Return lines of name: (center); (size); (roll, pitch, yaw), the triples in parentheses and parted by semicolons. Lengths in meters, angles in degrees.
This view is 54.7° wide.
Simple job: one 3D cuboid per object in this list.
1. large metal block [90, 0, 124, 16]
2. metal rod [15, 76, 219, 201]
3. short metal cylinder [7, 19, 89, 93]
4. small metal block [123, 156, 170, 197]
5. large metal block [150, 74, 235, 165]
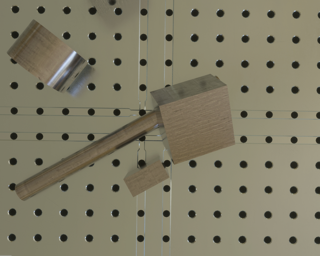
large metal block: (-0.062, -0.196, 0.385); (0.080, 0.080, 0.050); (-32, 90, 0)
metal rod: (-0.052, 0.013, 0.412); (0.301, 0.025, 0.025); (-29, 90, -1)
short metal cylinder: (-0.137, -0.087, 0.384); (0.080, 0.080, 0.050); (38, 90, -1)
small metal block: (-0.017, 0.061, 0.401); (0.050, 0.050, 0.025); (-29, 90, 0)
large metal block: (0.040, -0.012, 0.382); (0.081, 0.050, 0.080); (-18, 118, -6)
